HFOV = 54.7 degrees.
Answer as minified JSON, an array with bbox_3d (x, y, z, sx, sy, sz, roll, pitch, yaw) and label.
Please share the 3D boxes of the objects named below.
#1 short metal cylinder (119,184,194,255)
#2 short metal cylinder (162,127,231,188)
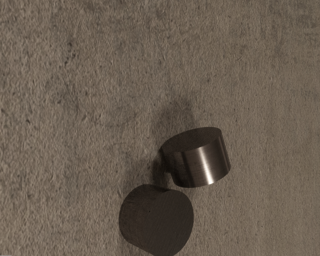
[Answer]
[{"bbox_3d":[-0.004,0.114,0.388,0.081,0.050,0.079,0,90,-40],"label":"short metal cylinder"},{"bbox_3d":[0.048,0.037,0.412,0.081,0.080,0.050,-29,109,-36],"label":"short metal cylinder"}]
